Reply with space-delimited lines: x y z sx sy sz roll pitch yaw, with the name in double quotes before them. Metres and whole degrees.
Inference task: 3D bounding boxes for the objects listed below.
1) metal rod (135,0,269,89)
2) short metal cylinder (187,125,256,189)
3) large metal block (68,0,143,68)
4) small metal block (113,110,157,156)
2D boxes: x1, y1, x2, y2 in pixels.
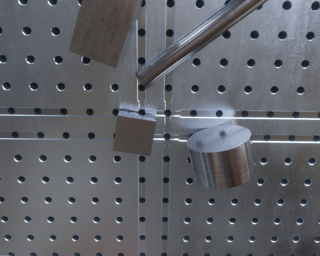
"metal rod" 0.097 -0.143 0.361 0.300 0.025 0.025 -35 107 11
"short metal cylinder" 0.079 0.035 0.398 0.080 0.080 0.050 -12 110 4
"large metal block" -0.055 -0.118 0.340 0.050 0.080 0.079 20 109 -8
"small metal block" -0.034 0.007 0.415 0.050 0.025 0.050 9 110 -4
